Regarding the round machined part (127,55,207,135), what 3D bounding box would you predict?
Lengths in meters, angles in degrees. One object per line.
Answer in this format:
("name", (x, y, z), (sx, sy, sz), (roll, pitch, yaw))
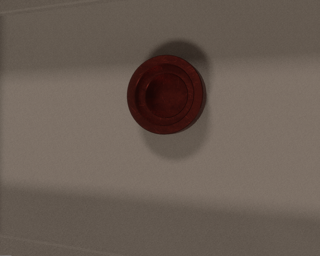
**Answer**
("round machined part", (0.011, -0.041, 0.397), (0.098, 0.042, 0.097), (0, 90, 19))
